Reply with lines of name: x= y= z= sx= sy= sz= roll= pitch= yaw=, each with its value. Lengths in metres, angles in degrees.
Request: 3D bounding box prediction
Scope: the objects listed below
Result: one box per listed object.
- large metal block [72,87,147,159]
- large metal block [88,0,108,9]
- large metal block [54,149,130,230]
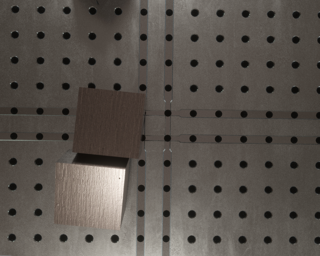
large metal block: x=-0.062 y=-0.006 z=0.400 sx=0.081 sy=0.050 sz=0.079 roll=6 pitch=90 yaw=-1
large metal block: x=-0.077 y=-0.209 z=0.385 sx=0.050 sy=0.080 sz=0.080 roll=36 pitch=90 yaw=-1
large metal block: x=-0.084 y=0.076 z=0.391 sx=0.081 sy=0.050 sz=0.079 roll=6 pitch=104 yaw=-1
